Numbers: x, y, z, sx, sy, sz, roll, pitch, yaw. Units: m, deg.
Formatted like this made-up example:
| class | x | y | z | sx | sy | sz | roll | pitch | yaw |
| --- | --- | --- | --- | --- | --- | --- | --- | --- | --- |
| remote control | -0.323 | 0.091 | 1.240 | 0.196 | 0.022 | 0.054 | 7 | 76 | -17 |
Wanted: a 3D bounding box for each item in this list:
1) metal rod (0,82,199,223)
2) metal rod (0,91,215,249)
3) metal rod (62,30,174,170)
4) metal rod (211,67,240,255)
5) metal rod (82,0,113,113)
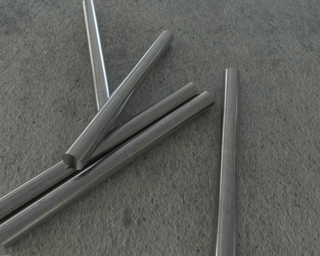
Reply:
| class | x | y | z | sx | sy | sz | roll | pitch | yaw |
| --- | --- | --- | --- | --- | --- | --- | --- | --- | --- |
| metal rod | -0.066 | 0.020 | 0.385 | 0.302 | 0.025 | 0.025 | -33 | 58 | -25 |
| metal rod | -0.046 | 0.035 | 0.373 | 0.302 | 0.025 | 0.025 | -34 | 58 | -25 |
| metal rod | -0.041 | -0.060 | 0.434 | 0.025 | 0.025 | 0.301 | 16 | 46 | 13 |
| metal rod | 0.083 | 0.031 | 0.377 | 0.025 | 0.025 | 0.300 | 8 | 50 | 6 |
| metal rod | -0.106 | -0.128 | 0.510 | 0.025 | 0.025 | 0.300 | -10 | 51 | -8 |
